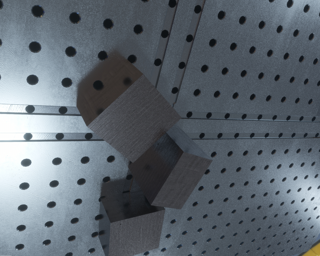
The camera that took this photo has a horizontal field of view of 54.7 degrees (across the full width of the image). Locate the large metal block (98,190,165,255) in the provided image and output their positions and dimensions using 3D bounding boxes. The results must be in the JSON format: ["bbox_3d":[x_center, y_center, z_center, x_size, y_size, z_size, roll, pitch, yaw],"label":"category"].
[{"bbox_3d":[-0.044,0.143,0.461,0.081,0.050,0.079,-7,122,-26],"label":"large metal block"}]

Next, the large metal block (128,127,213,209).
[{"bbox_3d":[0.010,0.048,0.413,0.050,0.080,0.080,19,108,-36],"label":"large metal block"}]

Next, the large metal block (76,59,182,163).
[{"bbox_3d":[-0.035,-0.019,0.365,0.080,0.050,0.080,-43,130,1],"label":"large metal block"}]
